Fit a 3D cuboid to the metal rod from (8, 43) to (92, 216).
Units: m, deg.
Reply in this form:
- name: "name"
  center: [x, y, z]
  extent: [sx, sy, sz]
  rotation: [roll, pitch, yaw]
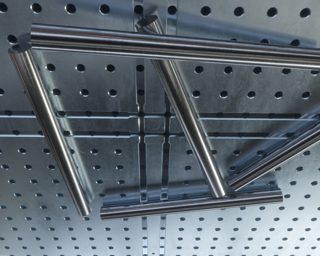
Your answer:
- name: "metal rod"
  center: [-0.140, 0.027, 0.432]
  extent: [0.025, 0.025, 0.298]
  rotation: [-4, 130, 3]

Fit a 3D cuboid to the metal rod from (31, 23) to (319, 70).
- name: "metal rod"
  center: [0.032, -0.080, 0.316]
  extent: [0.302, 0.025, 0.025]
  rotation: [1, 131, -13]

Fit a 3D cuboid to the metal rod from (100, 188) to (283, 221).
- name: "metal rod"
  center: [0.049, 0.129, 0.522]
  extent: [0.302, 0.025, 0.025]
  rotation: [-7, 130, 5]

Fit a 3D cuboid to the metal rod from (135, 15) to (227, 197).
- name: "metal rod"
  center: [0.041, -0.004, 0.408]
  extent: [0.025, 0.025, 0.299]
  rotation: [-17, 129, 13]

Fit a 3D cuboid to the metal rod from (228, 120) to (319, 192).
- name: "metal rod"
  center: [0.216, 0.004, 0.418]
  extent: [0.025, 0.025, 0.299]
  rotation: [35, 122, -26]
